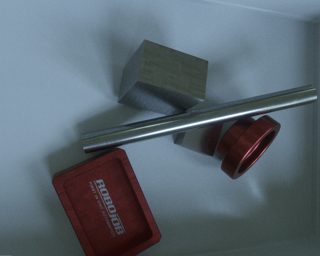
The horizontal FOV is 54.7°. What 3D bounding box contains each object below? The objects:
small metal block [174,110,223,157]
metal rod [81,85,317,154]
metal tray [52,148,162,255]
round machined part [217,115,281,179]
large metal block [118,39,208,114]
[{"bbox_3d":[0.054,0.007,0.432,0.050,0.025,0.050,21,83,-19],"label":"small metal block"},{"bbox_3d":[0.054,-0.013,0.394,0.302,0.025,0.025,-12,95,-6],"label":"metal rod"},{"bbox_3d":[-0.064,0.099,0.382,0.091,0.030,0.129,-24,97,-19],"label":"metal tray"},{"bbox_3d":[0.117,0.021,0.427,0.098,0.098,0.042,-41,64,-16],"label":"round machined part"},{"bbox_3d":[0.001,-0.055,0.378,0.081,0.080,0.050,14,73,-20],"label":"large metal block"}]
